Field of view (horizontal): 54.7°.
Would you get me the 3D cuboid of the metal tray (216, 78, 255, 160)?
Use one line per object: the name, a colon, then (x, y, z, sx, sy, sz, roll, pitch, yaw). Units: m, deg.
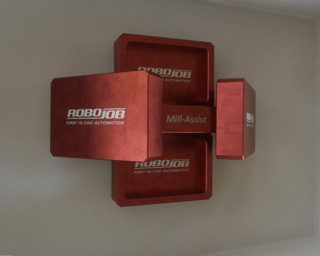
metal tray: (0.100, -0.009, 0.397, 0.030, 0.130, 0.089, 1, 90, 22)

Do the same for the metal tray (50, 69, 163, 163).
metal tray: (-0.062, -0.012, 0.337, 0.030, 0.130, 0.089, 1, 89, -62)

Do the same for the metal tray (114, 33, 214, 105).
metal tray: (0.007, -0.070, 0.408, 0.131, 0.030, 0.089, 0, 91, -21)

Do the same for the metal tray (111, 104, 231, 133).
metal tray: (0.013, -0.010, 0.379, 0.131, 0.090, 0.030, 0, 90, -21)

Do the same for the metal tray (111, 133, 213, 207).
metal tray: (0.004, 0.050, 0.406, 0.131, 0.030, 0.089, 0, 90, -21)
